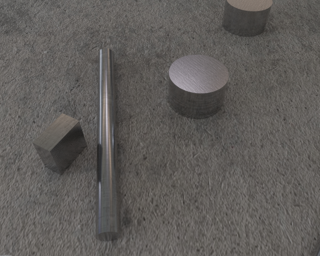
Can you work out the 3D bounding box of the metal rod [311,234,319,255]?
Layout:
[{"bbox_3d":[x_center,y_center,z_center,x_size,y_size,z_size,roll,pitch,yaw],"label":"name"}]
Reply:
[{"bbox_3d":[0.174,0.111,0.310,0.025,0.025,0.301,29,56,22],"label":"metal rod"}]

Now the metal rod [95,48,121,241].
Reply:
[{"bbox_3d":[-0.070,-0.005,0.406,0.025,0.025,0.300,-5,50,-4],"label":"metal rod"}]

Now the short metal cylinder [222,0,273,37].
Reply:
[{"bbox_3d":[0.158,-0.211,0.565,0.081,0.050,0.080,0,50,0],"label":"short metal cylinder"}]

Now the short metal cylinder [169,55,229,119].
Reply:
[{"bbox_3d":[0.052,-0.059,0.436,0.081,0.050,0.080,0,50,0],"label":"short metal cylinder"}]

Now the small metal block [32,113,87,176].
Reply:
[{"bbox_3d":[-0.117,0.020,0.369,0.025,0.050,0.050,23,54,18],"label":"small metal block"}]
